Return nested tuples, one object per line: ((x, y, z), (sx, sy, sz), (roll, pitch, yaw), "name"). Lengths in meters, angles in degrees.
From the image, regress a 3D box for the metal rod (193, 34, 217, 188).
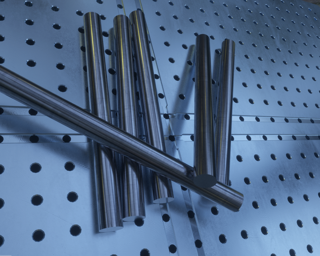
((0.061, -0.048, 0.435), (0.025, 0.025, 0.300), (23, 43, -15), "metal rod")

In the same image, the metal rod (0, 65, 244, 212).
((-0.038, 0.018, 0.342), (0.301, 0.025, 0.025), (29, 52, -10), "metal rod")

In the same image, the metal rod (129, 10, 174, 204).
((-0.016, -0.047, 0.427), (0.025, 0.025, 0.299), (5, 59, -25), "metal rod")

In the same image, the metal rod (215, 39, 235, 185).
((0.100, -0.032, 0.480), (0.025, 0.025, 0.300), (23, 53, -15), "metal rod")

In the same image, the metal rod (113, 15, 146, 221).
((-0.043, -0.033, 0.404), (0.025, 0.025, 0.299), (7, 58, -24), "metal rod")

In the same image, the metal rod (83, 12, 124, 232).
((-0.074, -0.028, 0.384), (0.025, 0.025, 0.299), (4, 60, -26), "metal rod")
